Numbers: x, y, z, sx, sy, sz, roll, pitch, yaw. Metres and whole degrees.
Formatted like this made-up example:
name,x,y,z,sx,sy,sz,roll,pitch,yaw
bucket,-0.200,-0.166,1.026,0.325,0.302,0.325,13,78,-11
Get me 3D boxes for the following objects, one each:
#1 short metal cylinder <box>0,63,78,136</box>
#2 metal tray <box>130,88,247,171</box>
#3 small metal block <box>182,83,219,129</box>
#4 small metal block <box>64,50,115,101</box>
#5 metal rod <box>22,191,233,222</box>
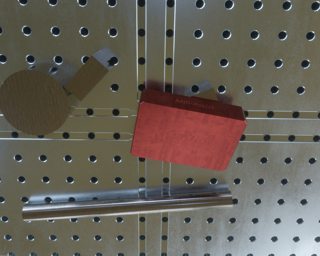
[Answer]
name,x,y,z,sx,sy,sz,roll,pitch,yaw
short metal cylinder,-0.147,-0.037,0.384,0.081,0.050,0.079,-1,110,-1
metal tray,0.033,0.005,0.399,0.131,0.030,0.089,10,128,-5
small metal block,0.052,-0.024,0.405,0.050,0.025,0.050,-22,109,7
small metal block,-0.084,-0.064,0.375,0.025,0.050,0.050,42,104,-14
metal rod,-0.047,0.115,0.455,0.302,0.025,0.025,-4,110,1
